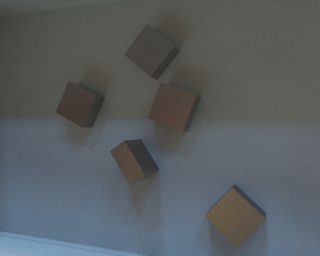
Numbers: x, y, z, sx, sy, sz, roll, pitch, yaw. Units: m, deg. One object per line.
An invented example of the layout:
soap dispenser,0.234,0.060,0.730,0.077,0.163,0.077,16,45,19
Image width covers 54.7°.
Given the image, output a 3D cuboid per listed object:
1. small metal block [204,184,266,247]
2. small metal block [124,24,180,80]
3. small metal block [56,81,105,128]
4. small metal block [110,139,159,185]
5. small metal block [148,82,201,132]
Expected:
small metal block,0.092,0.106,0.378,0.050,0.025,0.050,44,103,14
small metal block,-0.010,-0.101,0.414,0.050,0.025,0.050,43,103,15
small metal block,-0.116,-0.034,0.451,0.050,0.025,0.050,27,99,18
small metal block,-0.032,0.043,0.409,0.025,0.050,0.050,-35,79,17
small metal block,0.019,-0.027,0.404,0.050,0.025,0.050,23,97,18
